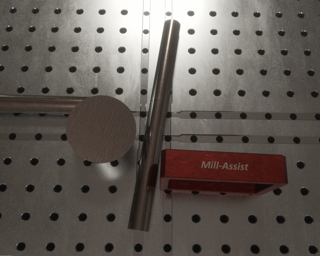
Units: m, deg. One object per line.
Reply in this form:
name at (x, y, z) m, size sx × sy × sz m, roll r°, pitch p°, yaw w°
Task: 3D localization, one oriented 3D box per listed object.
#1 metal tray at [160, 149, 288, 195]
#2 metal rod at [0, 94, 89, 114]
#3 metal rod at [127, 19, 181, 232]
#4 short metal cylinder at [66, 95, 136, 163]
metal tray at (0.066, 0.054, 0.358) m, size 0.131 × 0.090 × 0.030 m, roll 3°, pitch 70°, yaw 0°
metal rod at (-0.248, -0.034, 0.421) m, size 0.302 × 0.025 × 0.025 m, roll 2°, pitch 70°, yaw 0°
metal rod at (-0.004, -0.018, 0.418) m, size 0.025 × 0.025 × 0.299 m, roll 8°, pitch 70°, yaw 2°
short metal cylinder at (-0.072, 0.003, 0.385) m, size 0.081 × 0.050 × 0.080 m, roll 1°, pitch 84°, yaw -11°
